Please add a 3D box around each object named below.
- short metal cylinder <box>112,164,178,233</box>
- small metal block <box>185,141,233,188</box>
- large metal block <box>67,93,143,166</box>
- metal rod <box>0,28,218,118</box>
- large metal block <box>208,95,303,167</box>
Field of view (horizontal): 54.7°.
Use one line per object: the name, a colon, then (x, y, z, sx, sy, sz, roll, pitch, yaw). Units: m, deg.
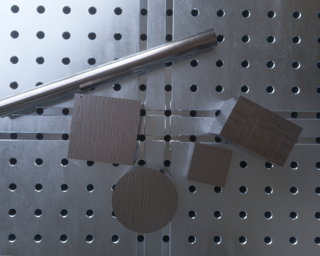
short metal cylinder: (-0.018, 0.088, 0.401, 0.081, 0.050, 0.079, 0, 90, -1)
small metal block: (0.065, 0.048, 0.414, 0.050, 0.025, 0.050, 13, 90, -1)
large metal block: (-0.068, 0.002, 0.400, 0.081, 0.050, 0.079, 7, 90, -1)
metal rod: (-0.070, -0.073, 0.412, 0.302, 0.025, 0.025, -19, 90, -1)
large metal block: (0.114, 0.003, 0.387, 0.080, 0.080, 0.050, 28, 90, -1)
